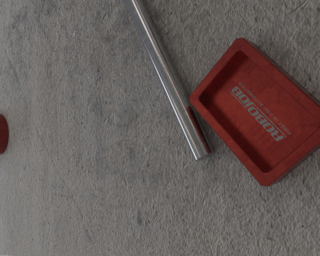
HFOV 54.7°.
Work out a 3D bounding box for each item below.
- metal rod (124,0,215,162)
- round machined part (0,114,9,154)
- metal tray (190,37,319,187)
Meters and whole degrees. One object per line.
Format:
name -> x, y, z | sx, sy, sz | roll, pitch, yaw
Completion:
metal rod -> -0.003, -0.097, 0.407 | 0.025, 0.025, 0.299 | -35, 68, 34
round machined part -> -0.396, 0.015, 0.721 | 0.098, 0.042, 0.097 | 0, 90, 40
metal tray -> 0.100, -0.018, 0.318 | 0.090, 0.030, 0.130 | -52, 60, 27
